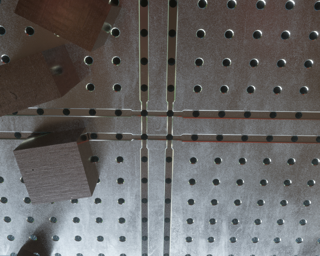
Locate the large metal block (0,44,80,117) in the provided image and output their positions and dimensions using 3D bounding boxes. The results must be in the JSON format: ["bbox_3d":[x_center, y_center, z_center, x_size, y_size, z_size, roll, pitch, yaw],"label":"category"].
[{"bbox_3d":[-0.150,-0.057,0.362,0.080,0.080,0.050,-17,109,6],"label":"large metal block"}]

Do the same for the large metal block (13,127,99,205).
[{"bbox_3d":[-0.135,0.051,0.418,0.080,0.050,0.080,-9,110,3],"label":"large metal block"}]

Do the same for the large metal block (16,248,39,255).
[{"bbox_3d":[-0.222,0.249,0.474,0.050,0.080,0.080,31,107,-11],"label":"large metal block"}]

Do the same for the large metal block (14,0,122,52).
[{"bbox_3d":[-0.094,-0.128,0.336,0.080,0.080,0.050,26,108,-9],"label":"large metal block"}]
